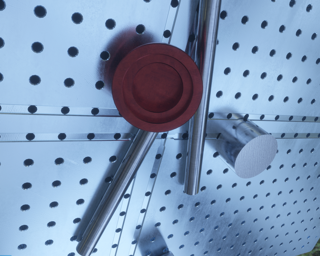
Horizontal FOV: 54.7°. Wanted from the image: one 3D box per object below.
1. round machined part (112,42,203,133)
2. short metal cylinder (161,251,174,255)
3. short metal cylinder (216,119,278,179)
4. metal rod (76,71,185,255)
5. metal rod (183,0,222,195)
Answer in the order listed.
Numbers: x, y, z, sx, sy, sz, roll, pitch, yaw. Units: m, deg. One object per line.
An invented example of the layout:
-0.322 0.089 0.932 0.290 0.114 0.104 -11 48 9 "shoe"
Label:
-0.003 -0.047 0.352 0.099 0.042 0.097 0 108 -1 "round machined part"
0.014 0.268 0.549 0.050 0.080 0.080 -24 127 -14 "short metal cylinder"
0.136 0.033 0.489 0.081 0.050 0.079 -14 124 -21 "short metal cylinder"
-0.043 0.056 0.421 0.025 0.025 0.298 18 109 -35 "metal rod"
0.054 -0.028 0.423 0.025 0.025 0.298 -12 124 -22 "metal rod"
